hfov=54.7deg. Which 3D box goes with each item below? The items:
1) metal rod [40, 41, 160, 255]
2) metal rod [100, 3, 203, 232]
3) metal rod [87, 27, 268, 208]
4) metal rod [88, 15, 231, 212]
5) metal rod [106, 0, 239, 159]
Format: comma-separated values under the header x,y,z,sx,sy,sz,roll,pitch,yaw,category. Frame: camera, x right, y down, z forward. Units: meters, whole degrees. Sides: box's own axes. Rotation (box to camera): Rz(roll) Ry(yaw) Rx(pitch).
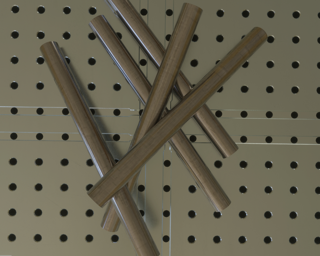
x,y,z,sx,sy,sz,roll,pitch,yaw,category
-0.079,0.023,0.388,0.025,0.025,0.299,-28,81,0,metal rod
-0.014,-0.006,0.390,0.025,0.025,0.298,21,99,-1,metal rod
0.030,-0.022,0.382,0.025,0.025,0.301,45,77,0,metal rod
0.000,-0.019,0.413,0.025,0.025,0.299,-34,90,0,metal rod
0.005,-0.087,0.413,0.025,0.025,0.299,-37,90,0,metal rod
